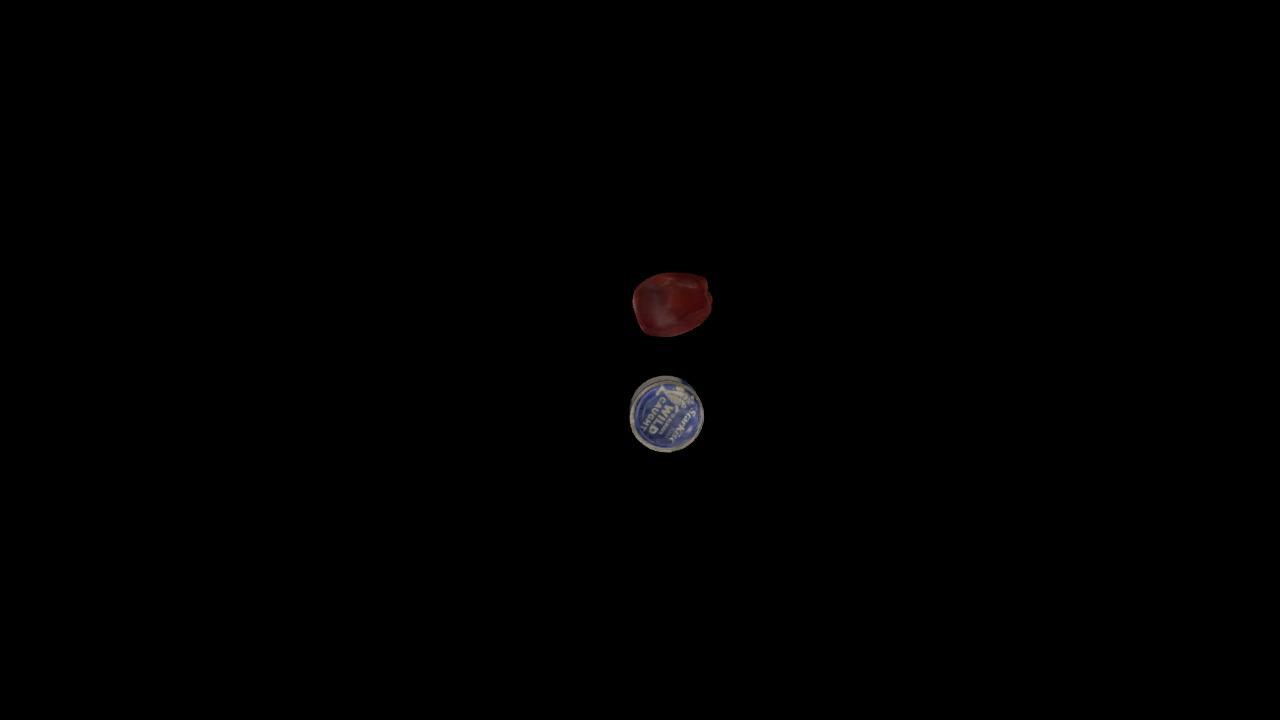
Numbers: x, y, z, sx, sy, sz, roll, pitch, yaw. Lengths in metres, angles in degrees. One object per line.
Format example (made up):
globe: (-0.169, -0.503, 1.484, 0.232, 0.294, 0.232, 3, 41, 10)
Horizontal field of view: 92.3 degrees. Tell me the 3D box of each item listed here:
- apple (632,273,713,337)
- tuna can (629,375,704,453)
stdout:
apple: (0.035, -0.066, 0.715, 0.093, 0.079, 0.079, -9, -3, 19)
tuna can: (0.030, 0.061, 0.703, 0.084, 0.084, 0.034, 0, 12, -2)
